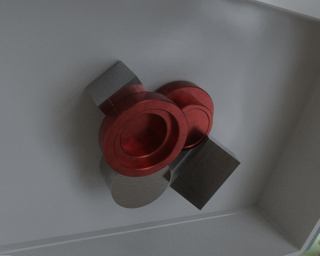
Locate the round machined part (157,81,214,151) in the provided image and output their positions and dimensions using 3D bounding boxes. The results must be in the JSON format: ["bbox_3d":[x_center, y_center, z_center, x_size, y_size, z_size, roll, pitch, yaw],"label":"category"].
[{"bbox_3d":[0.030,-0.009,0.406,0.099,0.042,0.097,-14,125,-21],"label":"round machined part"}]

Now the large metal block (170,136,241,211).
[{"bbox_3d":[0.061,0.056,0.432,0.050,0.080,0.080,39,97,2],"label":"large metal block"}]

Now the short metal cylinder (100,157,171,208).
[{"bbox_3d":[-0.033,0.059,0.410,0.081,0.050,0.079,-14,125,-21],"label":"short metal cylinder"}]

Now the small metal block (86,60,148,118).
[{"bbox_3d":[-0.048,-0.042,0.339,0.050,0.050,0.025,-39,130,-2],"label":"small metal block"}]

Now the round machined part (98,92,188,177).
[{"bbox_3d":[-0.022,0.004,0.350,0.099,0.042,0.097,-14,125,-21],"label":"round machined part"}]
